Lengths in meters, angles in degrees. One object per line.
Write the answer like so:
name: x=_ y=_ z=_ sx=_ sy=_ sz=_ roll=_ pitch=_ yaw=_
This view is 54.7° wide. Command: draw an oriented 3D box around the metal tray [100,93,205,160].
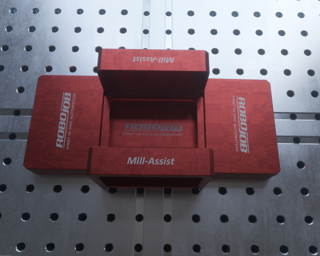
metal tray: x=-0.009 y=0.001 z=0.406 sx=0.131 sy=0.030 sz=0.090 roll=1 pitch=70 yaw=0

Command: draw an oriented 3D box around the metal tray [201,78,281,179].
metal tray: x=0.102 y=-0.001 z=0.409 sx=0.091 sy=0.030 sz=0.130 roll=1 pitch=70 yaw=-1

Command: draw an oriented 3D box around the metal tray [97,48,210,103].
metal tray: x=-0.008 y=-0.064 z=0.400 sx=0.131 sy=0.090 sz=0.030 roll=1 pitch=70 yaw=0

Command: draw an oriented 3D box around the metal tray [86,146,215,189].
metal tray: x=-0.010 y=0.049 z=0.358 sx=0.131 sy=0.090 sz=0.030 roll=1 pitch=70 yaw=0

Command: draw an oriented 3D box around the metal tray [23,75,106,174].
metal tray: x=-0.120 y=-0.006 z=0.409 sx=0.091 sy=0.030 sz=0.130 roll=1 pitch=70 yaw=0
